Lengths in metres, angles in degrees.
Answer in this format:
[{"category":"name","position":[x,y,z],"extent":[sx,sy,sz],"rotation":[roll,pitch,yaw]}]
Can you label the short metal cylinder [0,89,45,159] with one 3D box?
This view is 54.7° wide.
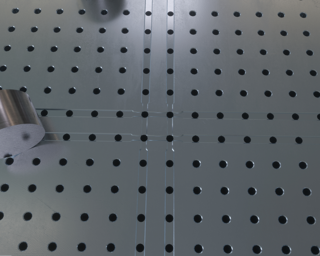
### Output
[{"category":"short metal cylinder","position":[-0.191,-0.003,0.382],"extent":[0.080,0.080,0.050],"rotation":[-27,72,-9]}]
